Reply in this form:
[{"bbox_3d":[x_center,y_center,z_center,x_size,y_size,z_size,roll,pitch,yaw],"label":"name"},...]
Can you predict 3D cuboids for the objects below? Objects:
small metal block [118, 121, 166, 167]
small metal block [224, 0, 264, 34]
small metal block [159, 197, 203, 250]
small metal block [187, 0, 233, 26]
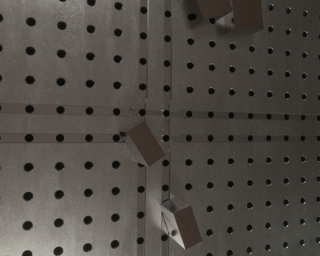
[{"bbox_3d":[-0.024,0.019,0.391,0.025,0.050,0.050,-34,102,-17],"label":"small metal block"},{"bbox_3d":[0.123,-0.168,0.459,0.050,0.025,0.050,-7,93,-21],"label":"small metal block"},{"bbox_3d":[0.027,0.124,0.411,0.025,0.050,0.050,-21,97,-19],"label":"small metal block"},{"bbox_3d":[0.068,-0.180,0.439,0.050,0.025,0.050,-24,98,-19],"label":"small metal block"}]
